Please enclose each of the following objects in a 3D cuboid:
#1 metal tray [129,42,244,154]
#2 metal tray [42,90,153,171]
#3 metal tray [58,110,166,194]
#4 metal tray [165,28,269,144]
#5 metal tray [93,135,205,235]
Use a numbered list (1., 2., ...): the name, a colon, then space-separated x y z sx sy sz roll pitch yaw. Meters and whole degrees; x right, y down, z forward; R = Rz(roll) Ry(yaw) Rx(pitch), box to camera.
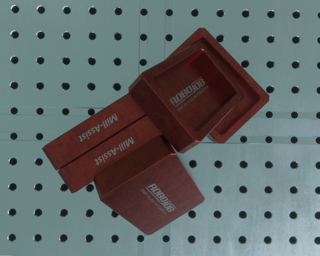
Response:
1. metal tray: 0.036 -0.041 0.357 0.090 0.030 0.131 51 45 0
2. metal tray: -0.067 0.000 0.380 0.130 0.090 0.030 -32 90 0
3. metal tray: -0.049 0.025 0.379 0.130 0.090 0.030 -32 90 0
4. metal tray: 0.066 -0.054 0.410 0.090 0.030 0.130 -44 91 0
5. metal tray: -0.006 0.074 0.367 0.090 0.130 0.030 -32 49 0
